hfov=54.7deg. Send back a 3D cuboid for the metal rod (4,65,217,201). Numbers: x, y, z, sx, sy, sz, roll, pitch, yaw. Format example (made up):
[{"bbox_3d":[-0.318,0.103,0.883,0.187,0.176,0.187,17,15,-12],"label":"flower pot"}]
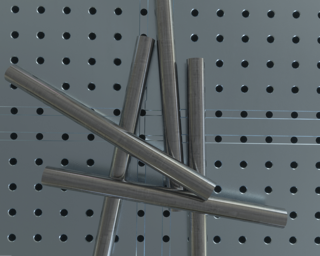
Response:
[{"bbox_3d":[-0.068,0.002,0.390,0.301,0.025,0.025,30,90,8],"label":"metal rod"}]

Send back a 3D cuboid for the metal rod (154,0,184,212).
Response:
[{"bbox_3d":[0.013,-0.040,0.413,0.025,0.025,0.298,-4,90,-1],"label":"metal rod"}]

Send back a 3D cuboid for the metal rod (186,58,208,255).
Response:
[{"bbox_3d":[0.050,0.058,0.414,0.025,0.025,0.298,-1,90,-1],"label":"metal rod"}]

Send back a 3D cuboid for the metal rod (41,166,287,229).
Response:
[{"bbox_3d":[0.006,0.086,0.387,0.302,0.025,0.025,10,90,-1],"label":"metal rod"}]

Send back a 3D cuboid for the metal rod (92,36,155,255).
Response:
[{"bbox_3d":[-0.048,0.027,0.412,0.025,0.025,0.298,11,90,-1],"label":"metal rod"}]
